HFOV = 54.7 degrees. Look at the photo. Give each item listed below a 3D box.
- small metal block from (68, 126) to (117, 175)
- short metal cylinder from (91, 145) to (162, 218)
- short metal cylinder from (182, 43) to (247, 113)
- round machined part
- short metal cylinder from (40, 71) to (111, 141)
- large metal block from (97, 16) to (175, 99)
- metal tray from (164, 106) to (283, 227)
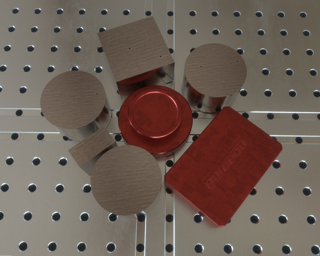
[{"bbox_3d":[-0.080,0.029,0.386,0.050,0.050,0.025,-36,74,-12],"label":"small metal block"},{"bbox_3d":[-0.038,0.066,0.373,0.081,0.050,0.080,0,70,0],"label":"short metal cylinder"},{"bbox_3d":[0.072,-0.067,0.423,0.081,0.050,0.080,0,70,0],"label":"short metal cylinder"},{"bbox_3d":[-0.006,-0.013,0.407,0.099,0.042,0.098,0,70,0],"label":"round machined part"},{"bbox_3d":[-0.108,-0.028,0.407,0.081,0.050,0.080,0,70,0],"label":"short metal cylinder"},{"bbox_3d":[-0.033,-0.098,0.434,0.080,0.050,0.080,-20,71,-7],"label":"large metal block"},{"bbox_3d":[0.079,0.047,0.391,0.090,0.030,0.130,39,74,13],"label":"metal tray"}]
